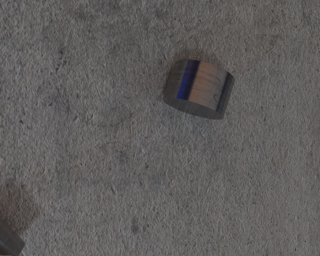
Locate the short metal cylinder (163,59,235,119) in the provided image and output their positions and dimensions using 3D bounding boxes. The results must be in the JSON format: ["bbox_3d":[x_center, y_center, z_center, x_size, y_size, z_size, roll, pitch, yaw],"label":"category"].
[{"bbox_3d":[0.050,-0.048,0.398,0.080,0.080,0.050,20,83,-19],"label":"short metal cylinder"}]

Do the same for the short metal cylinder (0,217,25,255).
[{"bbox_3d":[-0.187,0.128,0.311,0.080,0.080,0.050,-40,103,-15],"label":"short metal cylinder"}]
